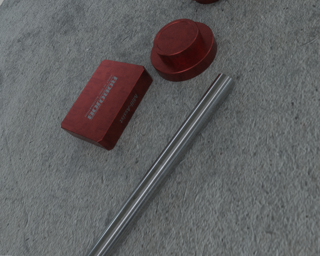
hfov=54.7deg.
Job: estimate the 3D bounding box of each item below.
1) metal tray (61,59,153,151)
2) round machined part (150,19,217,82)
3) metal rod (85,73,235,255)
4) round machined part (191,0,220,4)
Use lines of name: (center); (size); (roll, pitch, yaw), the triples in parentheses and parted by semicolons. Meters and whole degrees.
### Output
metal tray: (-0.080, -0.039, 0.466); (0.090, 0.030, 0.130); (17, 70, 34)
round machined part: (0.030, -0.119, 0.451); (0.098, 0.042, 0.098); (-13, 56, 21)
metal rod: (-0.003, 0.057, 0.370); (0.025, 0.025, 0.300); (29, 77, 37)
round machined part: (0.080, -0.240, 0.498); (0.098, 0.042, 0.098); (-13, 56, 21)
